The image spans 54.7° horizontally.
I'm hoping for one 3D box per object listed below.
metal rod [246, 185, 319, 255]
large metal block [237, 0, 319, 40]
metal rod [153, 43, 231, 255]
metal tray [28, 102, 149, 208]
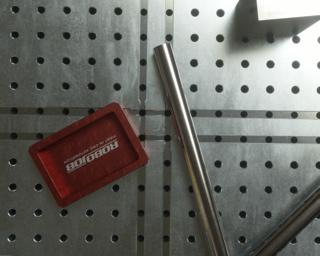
[{"bbox_3d":[0.187,0.122,0.415,0.300,0.025,0.025,-43,91,-1],"label":"metal rod"},{"bbox_3d":[0.148,-0.150,0.388,0.081,0.080,0.050,-5,90,-1],"label":"large metal block"},{"bbox_3d":[0.044,0.035,0.413,0.025,0.025,0.298,-16,90,0],"label":"metal rod"},{"bbox_3d":[-0.091,0.034,0.409,0.130,0.030,0.090,-28,90,-1],"label":"metal tray"}]
